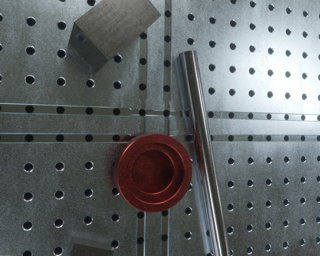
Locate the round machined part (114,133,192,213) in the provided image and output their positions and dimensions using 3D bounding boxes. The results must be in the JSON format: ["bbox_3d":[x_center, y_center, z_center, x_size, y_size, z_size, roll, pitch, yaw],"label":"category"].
[{"bbox_3d":[-0.012,0.055,0.400,0.099,0.042,0.097,0,90,-21],"label":"round machined part"}]

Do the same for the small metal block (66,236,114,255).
[{"bbox_3d":[-0.090,0.167,0.380,0.050,0.025,0.050,20,83,-19],"label":"small metal block"}]

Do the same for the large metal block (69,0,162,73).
[{"bbox_3d":[-0.056,-0.116,0.363,0.080,0.080,0.050,-45,105,-15],"label":"large metal block"}]

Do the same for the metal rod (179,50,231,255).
[{"bbox_3d":[0.064,0.042,0.437,0.025,0.025,0.298,-11,94,-20],"label":"metal rod"}]
